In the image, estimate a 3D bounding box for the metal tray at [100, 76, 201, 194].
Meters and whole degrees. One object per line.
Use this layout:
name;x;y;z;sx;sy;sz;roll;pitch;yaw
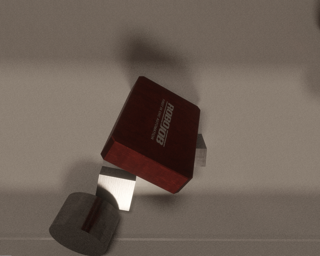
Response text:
metal tray;-0.003;0.002;0.355;0.090;0.130;0.030;28;128;-10

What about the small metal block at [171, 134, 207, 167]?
small metal block;0.032;0.028;0.409;0.050;0.050;0.025;1;110;-1

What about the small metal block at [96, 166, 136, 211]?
small metal block;-0.063;0.086;0.442;0.050;0.025;0.050;12;110;-5

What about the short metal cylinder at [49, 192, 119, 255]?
short metal cylinder;-0.103;0.134;0.429;0.080;0.050;0.079;11;135;11
